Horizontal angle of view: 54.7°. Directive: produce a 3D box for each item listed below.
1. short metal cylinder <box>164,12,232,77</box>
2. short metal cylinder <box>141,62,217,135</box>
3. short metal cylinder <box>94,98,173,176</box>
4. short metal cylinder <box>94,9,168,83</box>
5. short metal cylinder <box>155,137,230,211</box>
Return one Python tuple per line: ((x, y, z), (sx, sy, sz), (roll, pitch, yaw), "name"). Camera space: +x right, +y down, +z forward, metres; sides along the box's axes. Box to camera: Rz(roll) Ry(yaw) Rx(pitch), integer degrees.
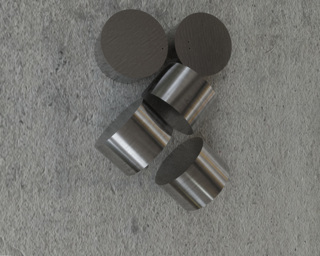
((0.047, -0.106, 0.413), (0.081, 0.050, 0.080), (0, 90, -20), "short metal cylinder")
((0.024, -0.036, 0.388), (0.080, 0.080, 0.050), (42, 77, -15), "short metal cylinder")
((-0.031, 0.010, 0.368), (0.050, 0.080, 0.080), (45, 76, -15), "short metal cylinder")
((-0.037, -0.098, 0.382), (0.081, 0.050, 0.080), (0, 90, -20), "short metal cylinder")
((0.040, 0.057, 0.395), (0.050, 0.080, 0.080), (45, 76, -15), "short metal cylinder")
